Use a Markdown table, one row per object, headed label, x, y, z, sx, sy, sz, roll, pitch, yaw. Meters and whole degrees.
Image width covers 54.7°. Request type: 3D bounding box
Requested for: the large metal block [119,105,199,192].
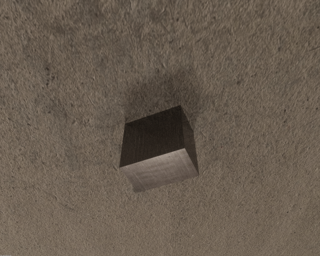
| label | x | y | z | sx | sy | sz | roll | pitch | yaw |
| --- | --- | --- | --- | --- | --- | --- | --- | --- | --- |
| large metal block | 0.000 | 0.026 | 0.393 | 0.080 | 0.080 | 0.050 | -18 | 128 | 14 |
